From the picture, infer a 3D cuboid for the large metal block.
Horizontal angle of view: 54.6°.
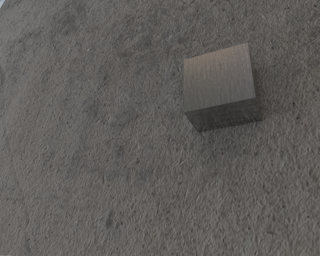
[{"bbox_3d":[0.076,-0.047,0.378,0.080,0.050,0.080,-11,57,22],"label":"large metal block"}]
